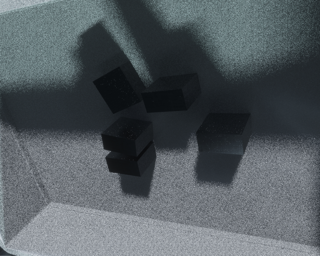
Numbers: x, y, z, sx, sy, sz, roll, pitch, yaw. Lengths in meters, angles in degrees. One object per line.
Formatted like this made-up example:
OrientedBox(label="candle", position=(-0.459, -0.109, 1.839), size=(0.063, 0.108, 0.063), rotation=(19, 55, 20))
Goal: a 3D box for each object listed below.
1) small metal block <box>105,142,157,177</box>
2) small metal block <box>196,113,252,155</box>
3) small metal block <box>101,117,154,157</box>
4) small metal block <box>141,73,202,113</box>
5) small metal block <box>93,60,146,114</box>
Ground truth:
OrientedBox(label="small metal block", position=(-0.040, 0.041, 0.437), size=(0.050, 0.050, 0.025), rotation=(4, 120, 25))
OrientedBox(label="small metal block", position=(0.075, 0.005, 0.355), size=(0.050, 0.050, 0.025), rotation=(2, 119, 27))
OrientedBox(label="small metal block", position=(-0.043, 0.010, 0.420), size=(0.050, 0.050, 0.025), rotation=(10, 123, 22))
OrientedBox(label="small metal block", position=(0.014, -0.041, 0.359), size=(0.050, 0.050, 0.025), rotation=(-2, 118, 29))
OrientedBox(label="small metal block", position=(-0.050, -0.052, 0.401), size=(0.050, 0.025, 0.050), rotation=(-20, 108, 35))
